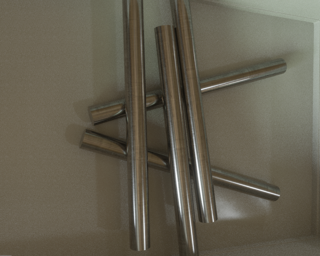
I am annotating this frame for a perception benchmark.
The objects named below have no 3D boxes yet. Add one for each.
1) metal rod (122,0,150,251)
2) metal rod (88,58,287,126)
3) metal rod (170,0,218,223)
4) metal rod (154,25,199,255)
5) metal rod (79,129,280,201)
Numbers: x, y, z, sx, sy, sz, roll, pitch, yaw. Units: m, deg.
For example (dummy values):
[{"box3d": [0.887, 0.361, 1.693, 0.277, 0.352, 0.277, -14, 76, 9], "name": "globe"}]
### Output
[{"box3d": [-0.028, -0.005, 0.373, 0.025, 0.025, 0.298, -2, 91, -20], "name": "metal rod"}, {"box3d": [0.052, -0.055, 0.430, 0.302, 0.025, 0.025, -17, 96, -20], "name": "metal rod"}, {"box3d": [0.043, -0.027, 0.399, 0.025, 0.025, 0.298, -9, 93, -20], "name": "metal rod"}, {"box3d": [0.022, 0.024, 0.392, 0.025, 0.025, 0.298, -7, 93, -20], "name": "metal rod"}, {"box3d": [0.041, 0.057, 0.427, 0.302, 0.025, 0.025, 18, 84, -20], "name": "metal rod"}]
